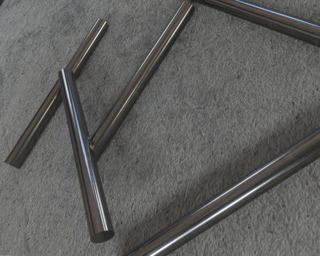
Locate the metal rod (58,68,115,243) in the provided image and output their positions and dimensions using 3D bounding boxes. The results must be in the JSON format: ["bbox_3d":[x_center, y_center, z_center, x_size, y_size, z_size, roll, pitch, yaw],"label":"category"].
[{"bbox_3d":[-0.109,0.012,0.421,0.025,0.025,0.300,-32,48,7],"label":"metal rod"}]

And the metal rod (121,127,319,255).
[{"bbox_3d":[0.076,0.072,0.319,0.300,0.025,0.025,-34,51,5],"label":"metal rod"}]

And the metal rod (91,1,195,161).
[{"bbox_3d":[-0.030,-0.071,0.463,0.025,0.025,0.300,21,73,36],"label":"metal rod"}]

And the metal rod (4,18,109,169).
[{"bbox_3d":[-0.171,-0.068,0.535,0.025,0.025,0.300,14,69,34],"label":"metal rod"}]

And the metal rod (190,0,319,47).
[{"bbox_3d":[0.119,-0.171,0.446,0.025,0.025,0.300,-47,51,-4],"label":"metal rod"}]
